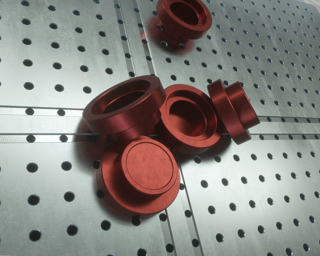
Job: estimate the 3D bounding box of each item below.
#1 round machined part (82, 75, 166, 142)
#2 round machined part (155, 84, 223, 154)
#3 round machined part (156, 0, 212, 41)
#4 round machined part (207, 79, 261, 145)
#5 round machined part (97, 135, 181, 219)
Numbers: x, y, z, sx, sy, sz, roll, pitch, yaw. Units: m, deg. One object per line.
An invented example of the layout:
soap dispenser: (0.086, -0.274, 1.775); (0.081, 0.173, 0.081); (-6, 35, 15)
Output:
round machined part: (-0.038, -0.020, 0.367); (0.098, 0.098, 0.042); (-50, 126, -39)
round machined part: (0.033, -0.008, 0.422); (0.099, 0.042, 0.098); (14, 56, -21)
round machined part: (0.038, -0.190, 0.535); (0.099, 0.042, 0.098); (14, 56, -21)
round machined part: (0.109, -0.028, 0.444); (0.098, 0.042, 0.098); (53, 19, -27)
round machined part: (-0.019, 0.051, 0.357); (0.099, 0.042, 0.098); (14, 56, -21)
